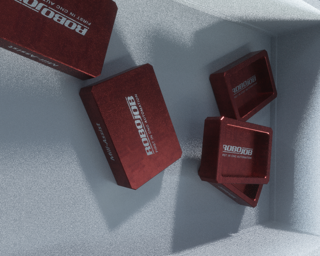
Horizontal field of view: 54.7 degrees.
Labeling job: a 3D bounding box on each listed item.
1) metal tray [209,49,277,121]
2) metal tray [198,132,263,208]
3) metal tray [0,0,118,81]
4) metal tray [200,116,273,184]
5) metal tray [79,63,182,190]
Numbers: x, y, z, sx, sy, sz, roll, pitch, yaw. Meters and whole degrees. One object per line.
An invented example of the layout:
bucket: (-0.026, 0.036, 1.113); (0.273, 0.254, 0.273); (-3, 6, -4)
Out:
metal tray: (0.145, -0.070, 0.524); (0.131, 0.030, 0.090); (-32, 110, -35)
metal tray: (0.126, 0.064, 0.508); (0.130, 0.030, 0.090); (38, 67, -34)
metal tray: (-0.113, -0.112, 0.309); (0.131, 0.030, 0.090); (20, 78, -38)
metal tray: (0.117, 0.036, 0.461); (0.131, 0.030, 0.090); (9, 84, -40)
metal tray: (-0.030, -0.003, 0.378); (0.091, 0.030, 0.129); (-31, 110, -36)
